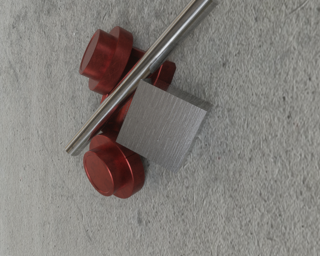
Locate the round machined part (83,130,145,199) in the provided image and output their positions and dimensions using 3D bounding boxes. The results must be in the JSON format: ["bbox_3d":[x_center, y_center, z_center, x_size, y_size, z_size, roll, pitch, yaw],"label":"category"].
[{"bbox_3d":[-0.070,0.055,0.431,0.098,0.042,0.097,24,127,37],"label":"round machined part"}]

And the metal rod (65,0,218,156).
[{"bbox_3d":[-0.042,-0.053,0.402,0.299,0.025,0.025,-42,65,31],"label":"metal rod"}]

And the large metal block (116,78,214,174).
[{"bbox_3d":[0.006,-0.006,0.366,0.080,0.050,0.079,27,108,11],"label":"large metal block"}]

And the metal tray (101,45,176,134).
[{"bbox_3d":[-0.038,-0.043,0.435,0.090,0.030,0.129,31,109,35],"label":"metal tray"}]

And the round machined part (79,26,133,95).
[{"bbox_3d":[-0.080,-0.099,0.435,0.098,0.042,0.098,-41,37,42],"label":"round machined part"}]
